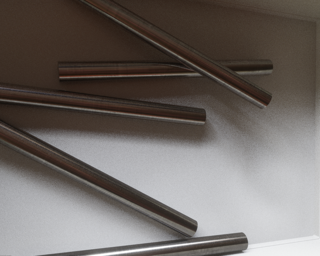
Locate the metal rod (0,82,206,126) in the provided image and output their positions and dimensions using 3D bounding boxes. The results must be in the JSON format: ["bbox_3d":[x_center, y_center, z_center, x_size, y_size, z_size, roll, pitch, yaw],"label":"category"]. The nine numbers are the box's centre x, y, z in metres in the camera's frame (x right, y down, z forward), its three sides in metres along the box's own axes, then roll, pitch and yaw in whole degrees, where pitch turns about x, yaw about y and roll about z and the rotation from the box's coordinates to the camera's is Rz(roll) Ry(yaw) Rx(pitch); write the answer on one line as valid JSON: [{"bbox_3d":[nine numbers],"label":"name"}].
[{"bbox_3d":[-0.083,-0.029,0.379,0.302,0.025,0.025,6,88,-20],"label":"metal rod"}]

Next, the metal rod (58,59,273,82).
[{"bbox_3d":[0.022,-0.079,0.418,0.303,0.025,0.025,-5,92,-20],"label":"metal rod"}]

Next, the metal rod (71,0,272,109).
[{"bbox_3d":[0.012,-0.105,0.393,0.301,0.025,0.025,28,81,-10],"label":"metal rod"}]

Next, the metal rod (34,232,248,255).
[{"bbox_3d":[-0.020,0.163,0.403,0.302,0.025,0.025,1,90,-20],"label":"metal rod"}]

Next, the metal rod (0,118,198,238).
[{"bbox_3d":[-0.079,0.064,0.381,0.301,0.025,0.025,31,80,-17],"label":"metal rod"}]
